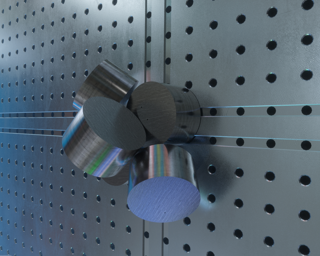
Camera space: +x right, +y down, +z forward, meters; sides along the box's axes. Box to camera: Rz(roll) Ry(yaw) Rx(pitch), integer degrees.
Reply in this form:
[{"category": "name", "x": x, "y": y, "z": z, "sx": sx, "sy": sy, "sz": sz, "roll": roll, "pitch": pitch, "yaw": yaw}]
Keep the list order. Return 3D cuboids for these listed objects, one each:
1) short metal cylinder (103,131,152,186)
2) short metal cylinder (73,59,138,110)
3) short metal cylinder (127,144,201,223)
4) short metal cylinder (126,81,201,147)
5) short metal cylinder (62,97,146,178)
[{"category": "short metal cylinder", "x": -0.045, "y": 0.036, "z": 0.427, "sx": 0.080, "sy": 0.050, "sz": 0.079, "roll": 0, "pitch": 90, "yaw": 39}, {"category": "short metal cylinder", "x": -0.073, "y": -0.046, "z": 0.422, "sx": 0.050, "sy": 0.080, "sz": 0.080, "roll": 35, "pitch": 116, "yaw": -3}, {"category": "short metal cylinder", "x": 0.004, "y": 0.065, "z": 0.359, "sx": 0.080, "sy": 0.080, "sz": 0.050, "roll": -48, "pitch": 26, "yaw": 29}, {"category": "short metal cylinder", "x": 0.003, "y": -0.016, "z": 0.388, "sx": 0.080, "sy": 0.050, "sz": 0.079, "roll": 0, "pitch": 90, "yaw": 39}, {"category": "short metal cylinder", "x": -0.064, "y": 0.010, "z": 0.357, "sx": 0.050, "sy": 0.081, "sz": 0.080, "roll": -49, "pitch": 62, "yaw": 29}]
